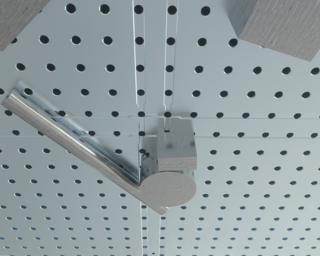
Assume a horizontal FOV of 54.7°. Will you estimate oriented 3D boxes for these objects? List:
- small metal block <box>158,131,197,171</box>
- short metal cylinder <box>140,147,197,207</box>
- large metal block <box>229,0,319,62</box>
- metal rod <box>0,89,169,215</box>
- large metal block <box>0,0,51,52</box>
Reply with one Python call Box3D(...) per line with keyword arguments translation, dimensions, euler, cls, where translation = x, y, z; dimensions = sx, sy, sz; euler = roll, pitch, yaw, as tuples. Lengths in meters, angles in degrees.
Box3D(translation=(0.023, 0.031, 0.422), dimensions=(0.050, 0.050, 0.025), euler=(-3, 130, 2), cls="small metal block")
Box3D(translation=(0.011, 0.072, 0.457), dimensions=(0.081, 0.050, 0.079), euler=(0, 130, 0), cls="short metal cylinder")
Box3D(translation=(0.124, -0.120, 0.295), dimensions=(0.081, 0.050, 0.079), euler=(14, 129, -12), cls="large metal block")
Box3D(translation=(-0.090, 0.049, 0.451), dimensions=(0.025, 0.025, 0.300), euler=(-32, 124, 24), cls="metal rod")
Box3D(translation=(-0.148, -0.132, 0.281), dimensions=(0.080, 0.050, 0.080), euler=(-33, 123, 24), cls="large metal block")
